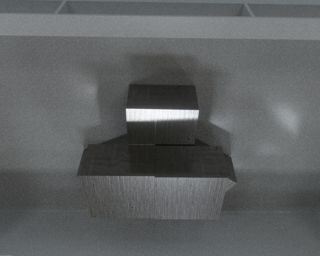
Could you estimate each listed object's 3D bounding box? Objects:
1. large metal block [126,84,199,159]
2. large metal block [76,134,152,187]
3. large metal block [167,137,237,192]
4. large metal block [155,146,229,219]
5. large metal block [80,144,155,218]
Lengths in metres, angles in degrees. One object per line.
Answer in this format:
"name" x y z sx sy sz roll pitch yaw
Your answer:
"large metal block" 0.002 -0.006 0.385 0.081 0.050 0.079 1 130 -1
"large metal block" -0.057 0.062 0.443 0.080 0.050 0.080 -21 127 16
"large metal block" 0.049 0.067 0.446 0.080 0.050 0.080 28 125 -21
"large metal block" 0.034 0.068 0.381 0.081 0.050 0.079 0 130 -1
"large metal block" -0.047 0.066 0.381 0.081 0.050 0.079 0 130 -1
